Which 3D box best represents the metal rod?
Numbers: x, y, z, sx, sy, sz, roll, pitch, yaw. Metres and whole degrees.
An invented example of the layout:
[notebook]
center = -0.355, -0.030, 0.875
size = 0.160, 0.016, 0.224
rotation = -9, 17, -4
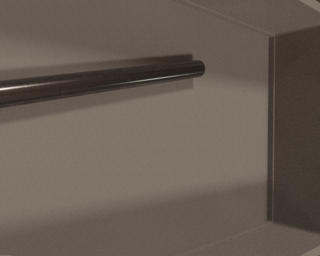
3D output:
[metal rod]
center = -0.056, -0.056, 0.360
size = 0.302, 0.025, 0.025
rotation = -16, 100, -39
